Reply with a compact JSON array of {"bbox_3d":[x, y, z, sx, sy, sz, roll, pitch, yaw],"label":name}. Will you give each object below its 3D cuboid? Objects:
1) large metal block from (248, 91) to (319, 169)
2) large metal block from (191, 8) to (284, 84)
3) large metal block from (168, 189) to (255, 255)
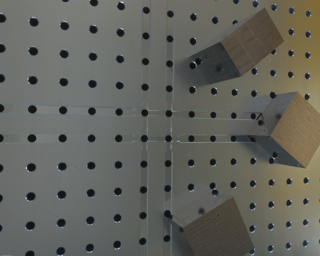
[{"bbox_3d":[0.196,0.003,0.471,0.080,0.050,0.080,39,78,-16],"label":"large metal block"},{"bbox_3d":[0.102,-0.107,0.420,0.080,0.080,0.050,-39,103,-16],"label":"large metal block"},{"bbox_3d":[0.069,0.143,0.425,0.080,0.050,0.080,-26,99,-18],"label":"large metal block"}]
